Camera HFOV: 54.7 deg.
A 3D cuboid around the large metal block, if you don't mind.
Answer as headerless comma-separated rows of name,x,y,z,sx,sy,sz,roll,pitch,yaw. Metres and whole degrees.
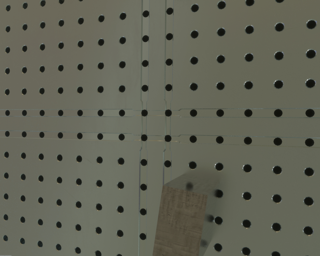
large metal block,0.034,0.106,0.371,0.050,0.080,0.079,9,93,19
